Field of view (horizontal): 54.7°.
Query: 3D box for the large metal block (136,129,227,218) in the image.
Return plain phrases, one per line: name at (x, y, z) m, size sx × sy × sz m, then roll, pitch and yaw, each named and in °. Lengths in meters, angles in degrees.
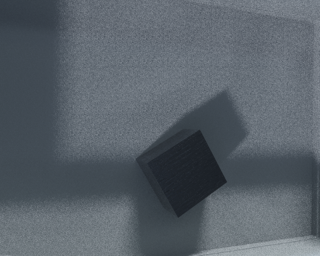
large metal block at (0.028, 0.056, 0.409) m, size 0.080 × 0.050 × 0.080 m, roll -32°, pitch 101°, yaw -18°
